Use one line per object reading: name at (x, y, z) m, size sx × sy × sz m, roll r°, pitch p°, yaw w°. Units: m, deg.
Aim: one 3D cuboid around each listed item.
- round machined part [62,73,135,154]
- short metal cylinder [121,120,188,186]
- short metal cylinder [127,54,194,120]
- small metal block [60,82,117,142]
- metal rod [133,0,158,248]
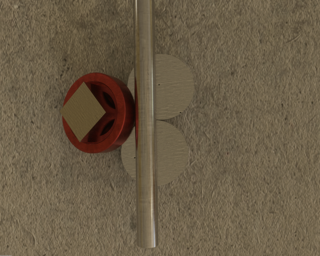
round machined part at (-0.072, -0.017, 0.389) m, size 0.098 × 0.042 × 0.097 m, roll -1°, pitch 87°, yaw 29°
short metal cylinder at (-0.007, 0.030, 0.398) m, size 0.081 × 0.050 × 0.080 m, roll 0°, pitch 89°, yaw 0°
short metal cylinder at (0.001, -0.050, 0.399) m, size 0.081 × 0.050 × 0.079 m, roll 0°, pitch 90°, yaw 0°
small metal block at (-0.085, -0.018, 0.370) m, size 0.050 × 0.025 × 0.050 m, roll -46°, pitch 68°, yaw 19°
metal rod at (-0.017, -0.014, 0.361) m, size 0.025 × 0.025 × 0.298 m, roll -1°, pitch 90°, yaw 0°
